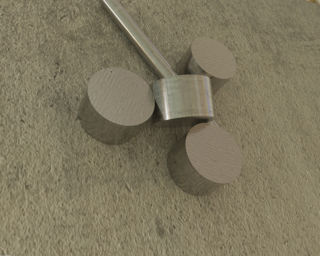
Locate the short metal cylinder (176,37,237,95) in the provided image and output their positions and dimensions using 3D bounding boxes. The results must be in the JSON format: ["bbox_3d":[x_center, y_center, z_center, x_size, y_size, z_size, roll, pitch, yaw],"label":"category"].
[{"bbox_3d":[0.072,-0.095,0.484,0.081,0.050,0.080,14,56,-21],"label":"short metal cylinder"}]

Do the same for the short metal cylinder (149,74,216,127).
[{"bbox_3d":[0.028,-0.032,0.395,0.081,0.080,0.050,-1,81,-29],"label":"short metal cylinder"}]

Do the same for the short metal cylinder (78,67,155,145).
[{"bbox_3d":[-0.053,-0.026,0.375,0.081,0.050,0.080,14,56,-21],"label":"short metal cylinder"}]

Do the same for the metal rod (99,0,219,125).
[{"bbox_3d":[0.006,-0.084,0.458,0.025,0.025,0.299,-31,79,-38],"label":"metal rod"}]

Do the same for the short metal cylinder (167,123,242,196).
[{"bbox_3d":[0.056,0.040,0.393,0.081,0.050,0.080,14,56,-21],"label":"short metal cylinder"}]
